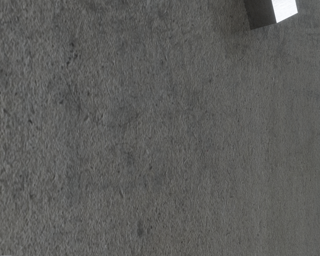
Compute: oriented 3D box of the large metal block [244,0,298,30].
[{"bbox_3d":[0.195,-0.229,0.550,0.081,0.050,0.080,-32,110,-35],"label":"large metal block"}]
